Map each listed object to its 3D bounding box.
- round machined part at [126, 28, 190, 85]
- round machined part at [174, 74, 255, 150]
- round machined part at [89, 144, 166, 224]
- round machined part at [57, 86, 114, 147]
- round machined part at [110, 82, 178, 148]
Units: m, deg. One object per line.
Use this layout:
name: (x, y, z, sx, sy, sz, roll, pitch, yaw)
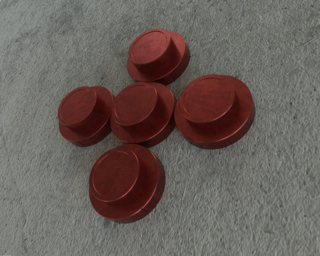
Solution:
round machined part: (-0.008, -0.110, 0.465, 0.098, 0.042, 0.098, -13, 56, 20)
round machined part: (0.062, -0.026, 0.377, 0.098, 0.042, 0.098, -13, 56, 20)
round machined part: (-0.046, 0.063, 0.378, 0.098, 0.042, 0.098, -13, 56, 20)
round machined part: (-0.113, -0.024, 0.466, 0.098, 0.042, 0.098, -13, 56, 20)
round machined part: (-0.026, -0.024, 0.421, 0.098, 0.042, 0.098, -13, 56, 20)
